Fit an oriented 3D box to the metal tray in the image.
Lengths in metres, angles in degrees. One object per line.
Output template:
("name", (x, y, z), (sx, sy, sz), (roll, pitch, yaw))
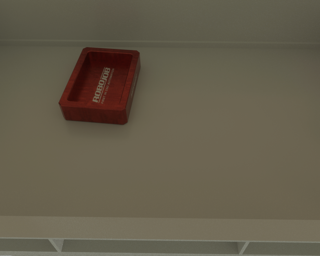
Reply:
("metal tray", (-0.083, -0.066, 0.457), (0.090, 0.030, 0.130), (5, 50, 4))
